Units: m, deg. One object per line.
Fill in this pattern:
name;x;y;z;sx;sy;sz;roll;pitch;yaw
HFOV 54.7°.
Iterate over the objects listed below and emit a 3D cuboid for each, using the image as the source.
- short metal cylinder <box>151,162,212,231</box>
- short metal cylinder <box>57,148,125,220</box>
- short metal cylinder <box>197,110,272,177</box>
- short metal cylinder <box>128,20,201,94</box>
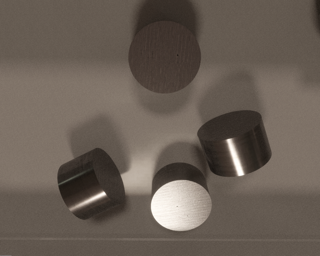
short metal cylinder;0.028;0.095;0.434;0.081;0.050;0.079;0;110;-1
short metal cylinder;-0.088;0.073;0.408;0.050;0.080;0.080;-26;108;9
short metal cylinder;0.093;0.018;0.390;0.080;0.080;0.050;-20;109;7
short metal cylinder;0.005;-0.086;0.367;0.081;0.050;0.079;0;110;-1
